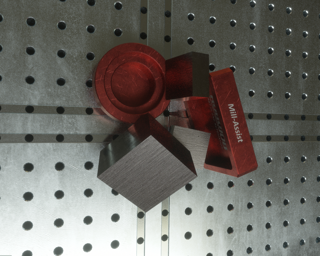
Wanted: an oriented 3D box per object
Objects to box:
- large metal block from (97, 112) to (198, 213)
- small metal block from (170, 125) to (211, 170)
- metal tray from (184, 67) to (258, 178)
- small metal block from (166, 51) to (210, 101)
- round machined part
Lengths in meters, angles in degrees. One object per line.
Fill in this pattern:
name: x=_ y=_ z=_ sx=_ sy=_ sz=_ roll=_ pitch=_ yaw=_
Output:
large metal block: x=-0.016 y=0.042 z=0.370 sx=0.080 sy=0.050 sz=0.080 roll=-38 pitch=118 yaw=16
small metal block: x=0.037 y=0.026 z=0.422 sx=0.050 sy=0.025 sz=0.050 roll=12 pitch=90 yaw=-9
metal tray: x=0.074 y=-0.006 z=0.407 sx=0.030 sy=0.090 sz=0.129 roll=-19 pitch=97 yaw=-19
small metal block: x=0.032 y=-0.059 z=0.368 sx=0.025 sy=0.050 sz=0.050 roll=0 pitch=89 yaw=-35
round machined part: x=-0.036 y=-0.054 z=0.391 sx=0.099 sy=0.042 sz=0.097 roll=0 pitch=90 yaw=-21
